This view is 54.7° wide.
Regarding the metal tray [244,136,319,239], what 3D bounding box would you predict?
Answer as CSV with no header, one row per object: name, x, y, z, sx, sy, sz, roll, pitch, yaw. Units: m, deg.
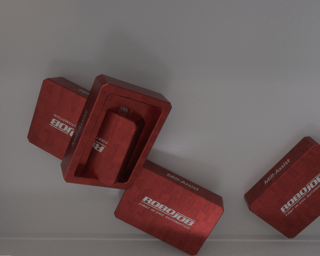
metal tray,0.199,0.087,0.442,0.090,0.030,0.130,37,106,-13

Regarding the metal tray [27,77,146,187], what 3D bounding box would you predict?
metal tray,-0.094,0.003,0.386,0.130,0.030,0.089,27,109,11

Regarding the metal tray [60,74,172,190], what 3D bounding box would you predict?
metal tray,-0.054,0.010,0.373,0.091,0.030,0.129,15,111,-32

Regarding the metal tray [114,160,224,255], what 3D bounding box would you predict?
metal tray,0.012,0.112,0.438,0.130,0.030,0.089,27,108,1
